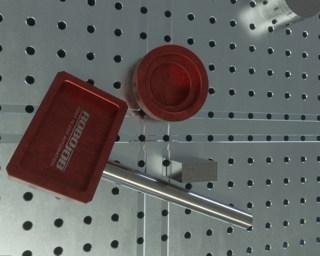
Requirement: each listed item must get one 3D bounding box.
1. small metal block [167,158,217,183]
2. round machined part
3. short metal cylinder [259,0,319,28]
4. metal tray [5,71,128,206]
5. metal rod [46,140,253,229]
[{"bbox_3d":[0.042,0.056,0.416,0.050,0.050,0.025,0,90,-20],"label":"small metal block"},{"bbox_3d":[0.011,-0.057,0.409,0.099,0.042,0.097,0,90,-21],"label":"round machined part"},{"bbox_3d":[0.202,-0.201,0.476,0.081,0.050,0.079,0,90,-21],"label":"short metal cylinder"},{"bbox_3d":[-0.100,0.011,0.351,0.090,0.030,0.130,27,63,-18],"label":"metal tray"},{"bbox_3d":[-0.001,0.081,0.413,0.302,0.025,0.025,24,82,-19],"label":"metal rod"}]
